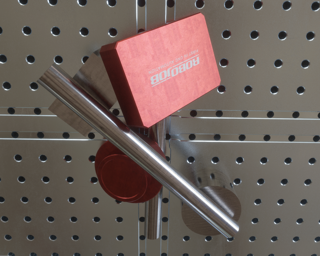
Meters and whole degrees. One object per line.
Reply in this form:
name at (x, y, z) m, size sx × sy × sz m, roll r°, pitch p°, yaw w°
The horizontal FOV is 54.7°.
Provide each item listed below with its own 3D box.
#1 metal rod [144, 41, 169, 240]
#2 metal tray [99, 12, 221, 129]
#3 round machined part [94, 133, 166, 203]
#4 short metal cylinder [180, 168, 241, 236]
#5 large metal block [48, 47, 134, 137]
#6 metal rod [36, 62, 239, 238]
metal rod at (-0.005, 0.023, 0.421) m, size 0.025 × 0.025 × 0.298 m, roll 2°, pitch 110°, yaw -1°
metal tray at (0.008, -0.067, 0.344) m, size 0.131 × 0.030 × 0.090 m, roll -32°, pitch 113°, yaw -34°
round machined part at (-0.042, 0.058, 0.408) m, size 0.098 × 0.042 × 0.097 m, roll 6°, pitch 111°, yaw 16°
short metal cylinder at (0.069, 0.104, 0.440) m, size 0.081 × 0.050 × 0.079 m, roll 0°, pitch 110°, yaw -1°
large metal block at (-0.076, -0.047, 0.367) m, size 0.050 × 0.080 × 0.080 m, roll 40°, pitch 105°, yaw -14°
metal rod at (-0.007, 0.040, 0.353) m, size 0.025 × 0.025 × 0.300 m, roll -42°, pitch 113°, yaw 13°
